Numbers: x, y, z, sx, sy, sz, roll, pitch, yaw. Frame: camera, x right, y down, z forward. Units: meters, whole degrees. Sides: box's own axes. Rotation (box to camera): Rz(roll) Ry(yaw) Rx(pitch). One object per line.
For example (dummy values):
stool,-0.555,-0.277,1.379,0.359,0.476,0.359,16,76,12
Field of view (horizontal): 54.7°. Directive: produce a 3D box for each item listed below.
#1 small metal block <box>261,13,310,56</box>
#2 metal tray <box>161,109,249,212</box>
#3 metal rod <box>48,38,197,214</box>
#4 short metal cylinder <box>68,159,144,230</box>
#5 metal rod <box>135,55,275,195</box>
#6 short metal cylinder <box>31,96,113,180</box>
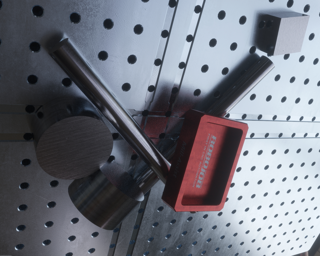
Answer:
small metal block,0.172,-0.130,0.427,0.050,0.025,0.050,-13,124,-22
metal tray,0.062,0.046,0.417,0.091,0.030,0.129,10,99,-35
metal rod,-0.024,0.018,0.388,0.025,0.025,0.300,-39,123,-2
short metal cylinder,-0.067,0.080,0.390,0.050,0.080,0.080,-47,130,4
metal rod,0.046,0.011,0.445,0.300,0.025,0.025,-45,130,2
short metal cylinder,-0.099,0.011,0.349,0.081,0.050,0.079,-14,124,-21
